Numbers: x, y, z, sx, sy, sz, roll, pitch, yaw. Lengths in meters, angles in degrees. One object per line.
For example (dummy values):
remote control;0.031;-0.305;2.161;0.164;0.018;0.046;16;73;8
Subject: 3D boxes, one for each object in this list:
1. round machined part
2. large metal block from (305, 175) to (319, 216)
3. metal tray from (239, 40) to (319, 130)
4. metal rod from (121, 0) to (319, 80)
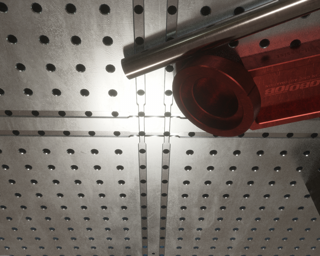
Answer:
round machined part;0.066;-0.040;0.348;0.098;0.042;0.097;27;146;21
large metal block;0.288;0.120;0.482;0.080;0.080;0.050;26;125;-21
metal tray;0.164;-0.051;0.367;0.131;0.030;0.090;-12;130;9
metal rod;0.100;-0.111;0.318;0.301;0.025;0.025;-18;128;14
